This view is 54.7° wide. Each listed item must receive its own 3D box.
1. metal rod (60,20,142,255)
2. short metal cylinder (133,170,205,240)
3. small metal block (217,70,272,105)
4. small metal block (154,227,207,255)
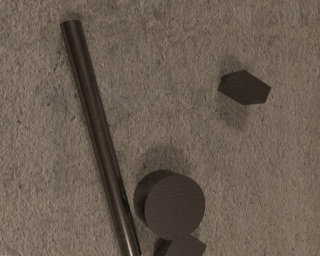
[{"bbox_3d":[-0.071,0.019,0.383,0.025,0.025,0.298,-16,96,-20],"label":"metal rod"},{"bbox_3d":[0.011,0.097,0.401,0.081,0.050,0.079,0,90,-20],"label":"short metal cylinder"},{"bbox_3d":[0.119,-0.056,0.441,0.050,0.050,0.025,27,81,-19],"label":"small metal block"},{"bbox_3d":[0.028,0.168,0.421,0.050,0.025,0.050,34,79,-17],"label":"small metal block"}]
